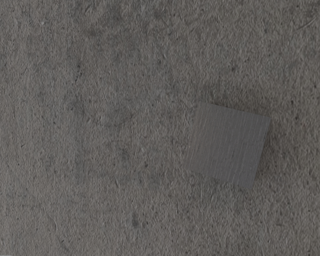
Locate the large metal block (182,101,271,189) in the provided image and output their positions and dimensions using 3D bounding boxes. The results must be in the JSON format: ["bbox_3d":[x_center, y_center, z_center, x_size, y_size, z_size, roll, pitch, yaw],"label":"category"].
[{"bbox_3d":[0.080,0.018,0.367,0.080,0.050,0.080,15,95,19],"label":"large metal block"}]
